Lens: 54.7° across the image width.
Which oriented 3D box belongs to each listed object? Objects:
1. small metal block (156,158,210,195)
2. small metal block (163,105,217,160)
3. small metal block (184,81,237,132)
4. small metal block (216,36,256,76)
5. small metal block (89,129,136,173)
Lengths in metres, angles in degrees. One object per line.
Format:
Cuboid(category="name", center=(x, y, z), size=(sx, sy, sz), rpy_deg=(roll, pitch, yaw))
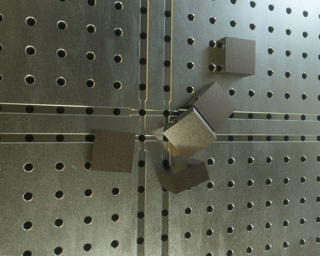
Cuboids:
Cuboid(category="small metal block", center=(0.029, 0.062, 0.411), size=(0.050, 0.050, 0.025), rpy_deg=(-20, 97, -19))
Cuboid(category="small metal block", center=(0.040, 0.006, 0.417), size=(0.050, 0.025, 0.050), rpy_deg=(-36, 104, 16))
Cuboid(category="small metal block", center=(0.072, -0.030, 0.439), size=(0.050, 0.025, 0.050), rpy_deg=(-45, 105, -19))
Cuboid(category="small metal block", center=(0.112, -0.104, 0.455), size=(0.050, 0.025, 0.050), rpy_deg=(1, 90, -21))
Cuboid(category="small metal block", center=(-0.061, 0.029, 0.391), size=(0.050, 0.025, 0.050), rpy_deg=(7, 88, -20))
